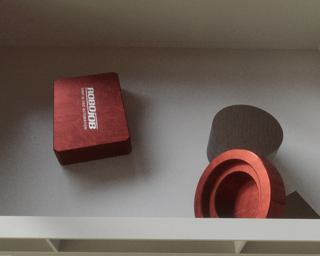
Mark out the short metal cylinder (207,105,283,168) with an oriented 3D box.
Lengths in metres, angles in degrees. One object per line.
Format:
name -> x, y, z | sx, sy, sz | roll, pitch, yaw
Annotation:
short metal cylinder -> 0.100, 0.017, 0.374 | 0.081, 0.050, 0.080 | 1, 48, -1

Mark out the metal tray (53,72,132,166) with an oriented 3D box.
metal tray -> -0.093, -0.018, 0.416 | 0.091, 0.030, 0.130 | -9, 51, -8

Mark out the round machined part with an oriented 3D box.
round machined part -> 0.083, 0.073, 0.310 | 0.042, 0.098, 0.098 | 23, 42, -30

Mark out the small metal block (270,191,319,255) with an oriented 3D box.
small metal block -> 0.137, 0.101, 0.322 | 0.050, 0.025, 0.050 | -23, 54, -19
